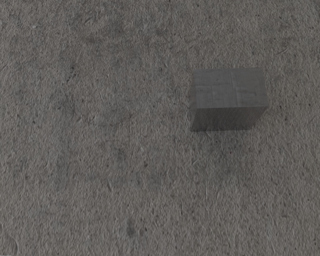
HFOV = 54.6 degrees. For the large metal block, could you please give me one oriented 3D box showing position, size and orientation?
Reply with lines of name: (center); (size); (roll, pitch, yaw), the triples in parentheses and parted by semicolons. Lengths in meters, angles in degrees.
large metal block: (0.081, -0.033, 0.391); (0.080, 0.080, 0.050); (-2, 70, -1)
